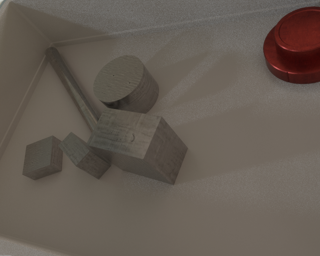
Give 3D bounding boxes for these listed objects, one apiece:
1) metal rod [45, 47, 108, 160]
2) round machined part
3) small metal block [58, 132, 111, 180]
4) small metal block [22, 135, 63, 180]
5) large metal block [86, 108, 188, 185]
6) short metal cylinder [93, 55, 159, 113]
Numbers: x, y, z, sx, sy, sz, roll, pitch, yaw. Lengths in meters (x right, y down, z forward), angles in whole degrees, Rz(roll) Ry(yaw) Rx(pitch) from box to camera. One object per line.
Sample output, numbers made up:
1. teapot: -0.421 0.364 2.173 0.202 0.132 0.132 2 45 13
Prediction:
1. metal rod: -0.137 -0.056 0.509 0.025 0.025 0.300 -40 51 1
2. round machined part: 0.173 -0.104 0.367 0.098 0.042 0.098 -13 56 20
3. small metal block: -0.101 0.038 0.418 0.025 0.050 0.050 -49 52 -6
4. small metal block: -0.176 0.045 0.468 0.050 0.025 0.050 -20 54 16
5. large metal block: -0.024 0.022 0.368 0.080 0.080 0.050 10 67 32
6. short metal cylinder: -0.048 -0.058 0.449 0.080 0.050 0.080 -13 56 20
